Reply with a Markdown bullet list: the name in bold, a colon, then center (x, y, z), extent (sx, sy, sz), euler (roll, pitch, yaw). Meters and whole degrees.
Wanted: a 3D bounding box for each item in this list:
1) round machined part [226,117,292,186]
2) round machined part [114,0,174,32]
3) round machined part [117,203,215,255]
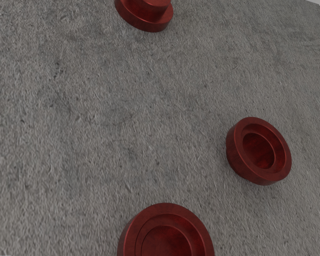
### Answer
- **round machined part**: center (0.135, 0.036, 0.443), extent (0.099, 0.042, 0.098), euler (14, 56, -21)
- **round machined part**: center (-0.021, -0.209, 0.509), extent (0.099, 0.042, 0.098), euler (14, 56, -21)
- **round machined part**: center (0.003, 0.130, 0.315), extent (0.099, 0.042, 0.098), euler (14, 56, -21)
